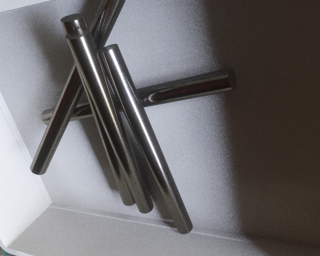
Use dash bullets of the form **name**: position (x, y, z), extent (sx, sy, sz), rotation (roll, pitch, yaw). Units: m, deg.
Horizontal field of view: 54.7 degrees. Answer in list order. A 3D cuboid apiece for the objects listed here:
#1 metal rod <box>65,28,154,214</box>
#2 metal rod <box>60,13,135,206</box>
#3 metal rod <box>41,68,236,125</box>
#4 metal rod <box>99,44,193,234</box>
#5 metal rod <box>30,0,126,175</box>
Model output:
- **metal rod**: position (-0.052, 0.017, 0.403), extent (0.025, 0.025, 0.298), rotation (7, 135, 24)
- **metal rod**: position (-0.070, 0.001, 0.415), extent (0.025, 0.025, 0.298), rotation (9, 131, 23)
- **metal rod**: position (-0.049, -0.035, 0.411), extent (0.300, 0.025, 0.025), rotation (-8, 115, 31)
- **metal rod**: position (-0.009, 0.034, 0.411), extent (0.025, 0.025, 0.299), rotation (-4, 124, 29)
- **metal rod**: position (-0.122, -0.041, 0.419), extent (0.025, 0.025, 0.298), rotation (36, 121, 3)
